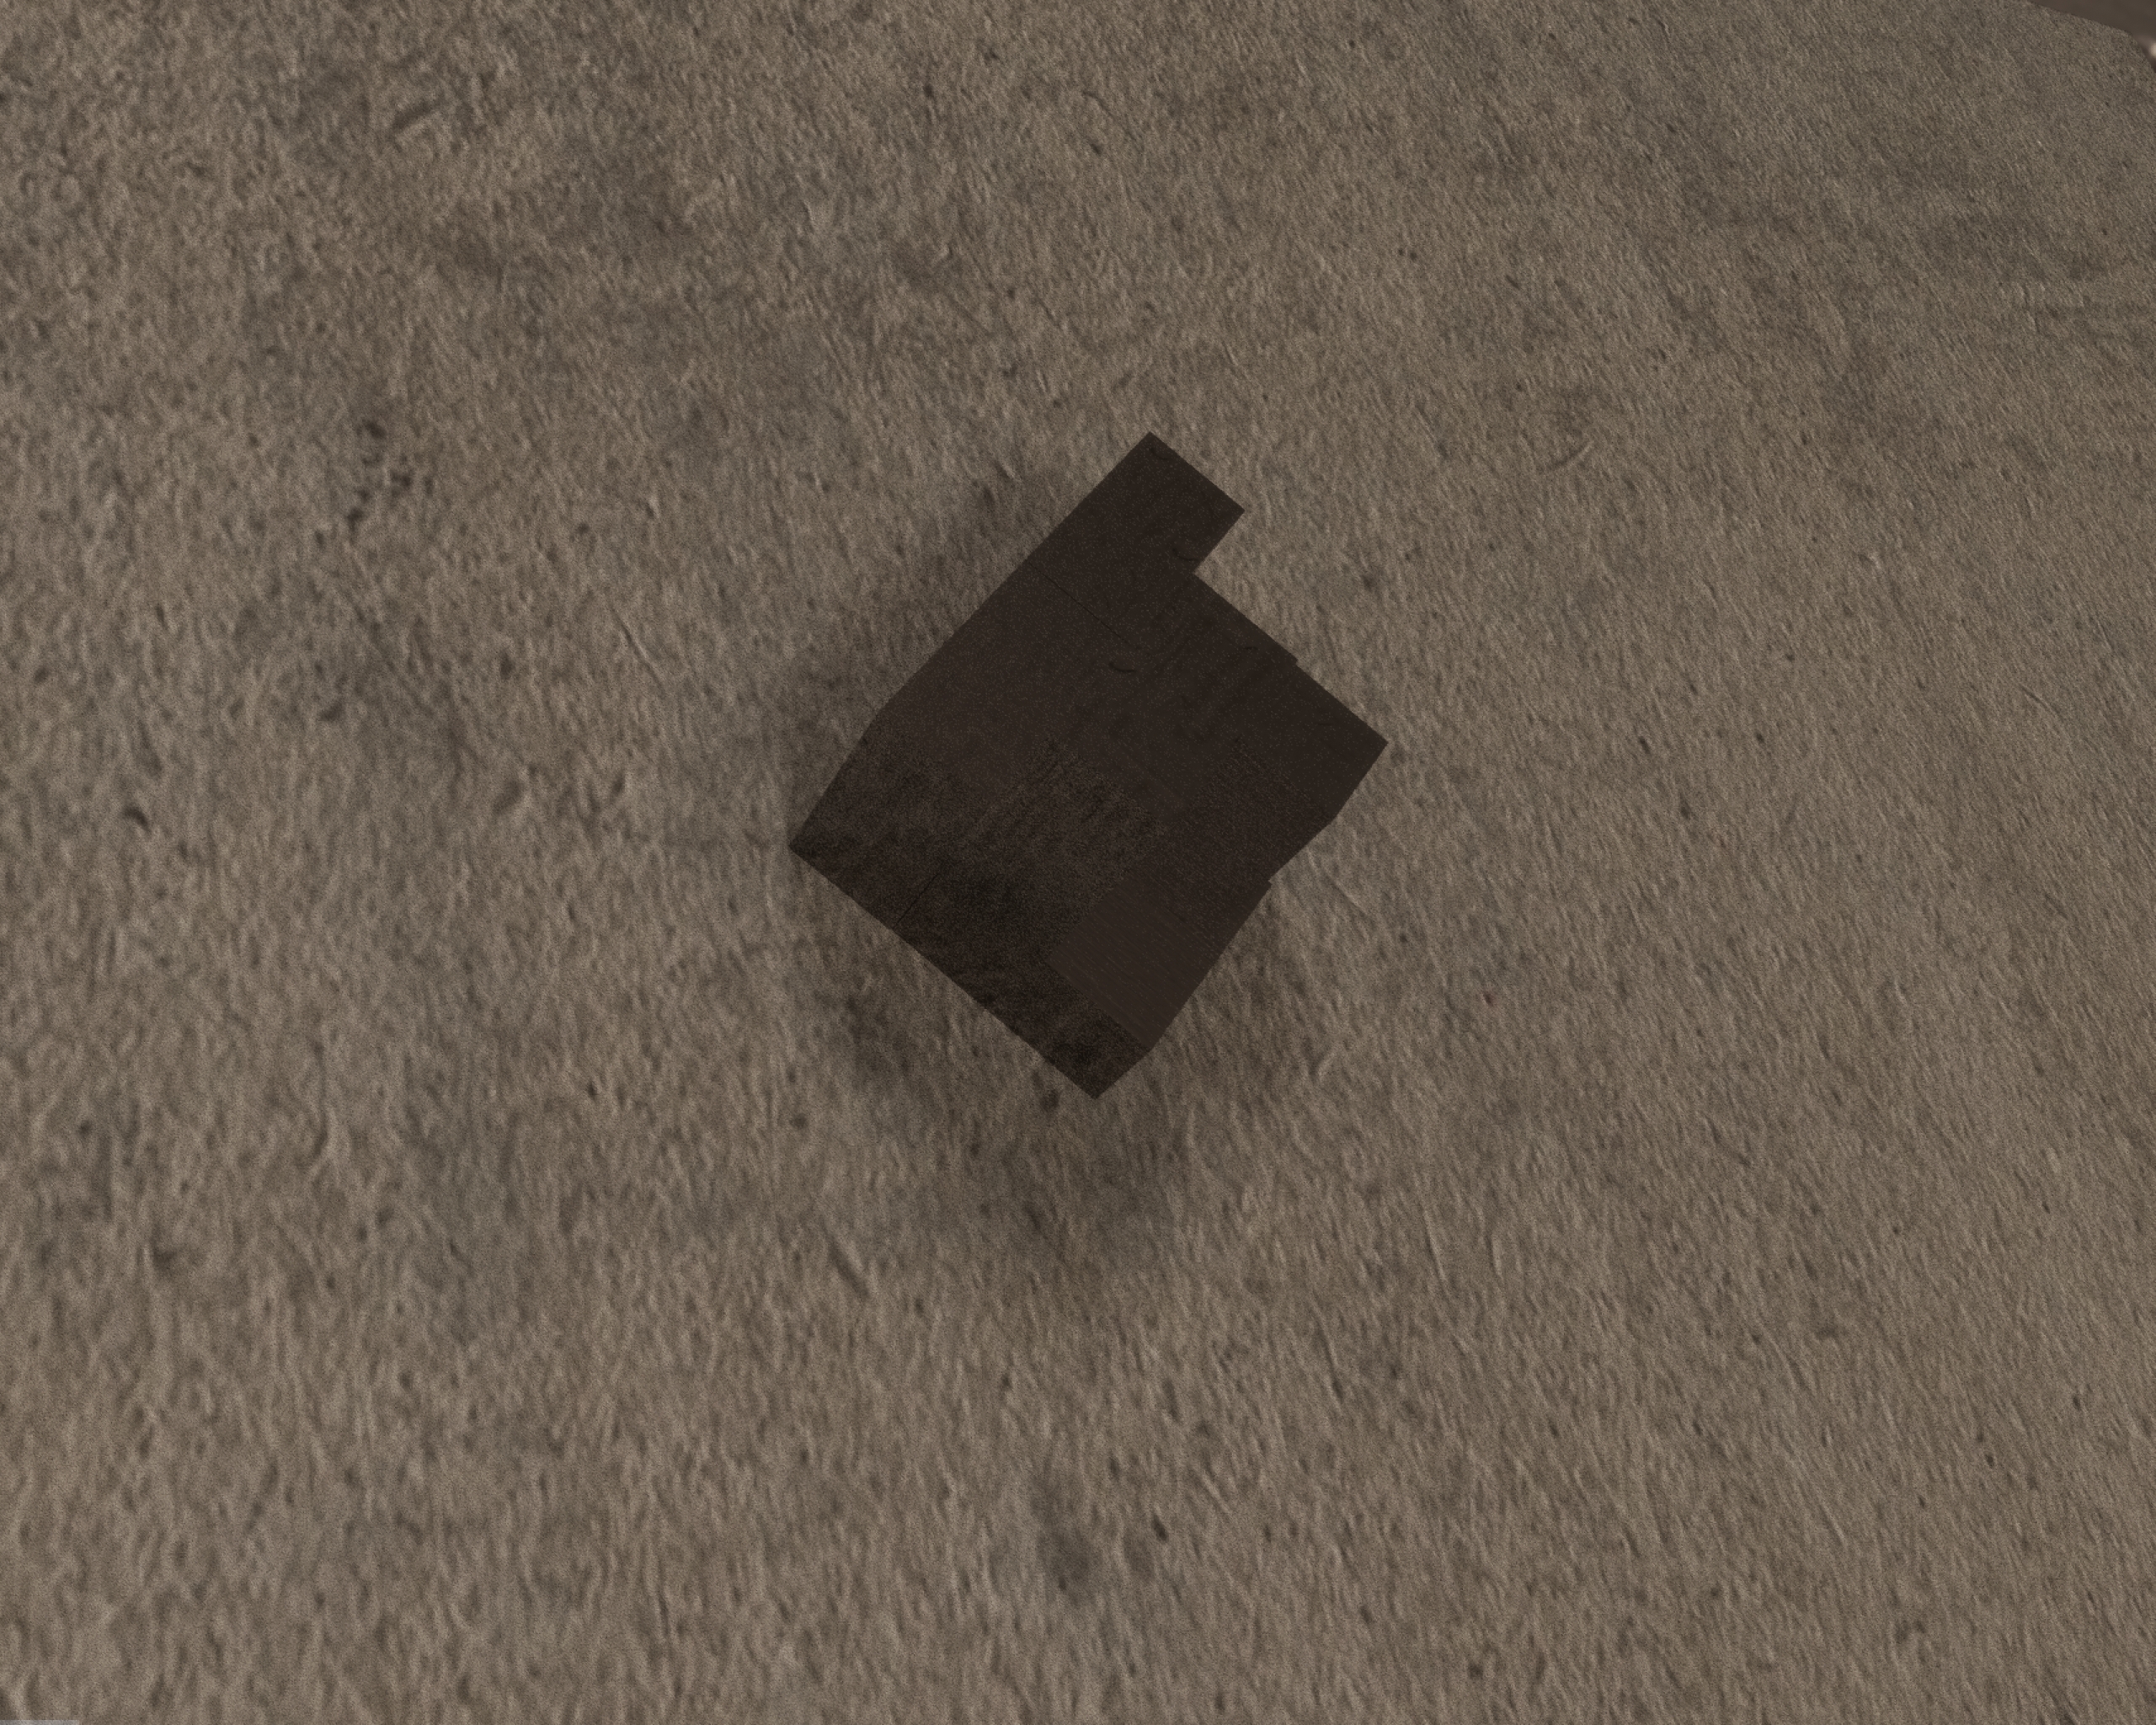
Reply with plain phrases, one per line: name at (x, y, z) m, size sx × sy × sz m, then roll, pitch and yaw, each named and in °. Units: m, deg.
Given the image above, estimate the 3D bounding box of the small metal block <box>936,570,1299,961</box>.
small metal block at (0.007, -0.017, 0.372) m, size 0.025 × 0.050 × 0.050 m, roll 40°, pitch 51°, yaw -2°

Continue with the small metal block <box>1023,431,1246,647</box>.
small metal block at (0.002, -0.052, 0.423) m, size 0.025 × 0.050 × 0.050 m, roll 40°, pitch 51°, yaw -2°

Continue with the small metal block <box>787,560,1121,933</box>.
small metal block at (-0.023, -0.021, 0.391) m, size 0.025 × 0.050 × 0.050 m, roll 40°, pitch 51°, yaw -2°

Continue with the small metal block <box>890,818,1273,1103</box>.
small metal block at (0.001, 0.009, 0.402) m, size 0.050 × 0.025 × 0.050 m, roll 40°, pitch 51°, yaw -1°

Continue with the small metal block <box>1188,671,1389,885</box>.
small metal block at (0.025, -0.020, 0.416) m, size 0.050 × 0.050 × 0.025 m, roll 40°, pitch 51°, yaw -2°
